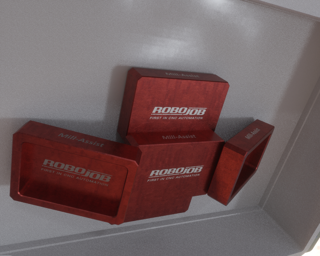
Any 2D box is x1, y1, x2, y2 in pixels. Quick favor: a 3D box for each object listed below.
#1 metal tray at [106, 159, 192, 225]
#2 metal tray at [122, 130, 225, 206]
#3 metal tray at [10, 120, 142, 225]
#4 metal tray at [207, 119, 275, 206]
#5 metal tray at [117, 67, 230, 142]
[{"bbox_3d":[-0.011,0.088,0.450,0.131,0.030,0.089,-1,119,-29],"label":"metal tray"},{"bbox_3d":[0.015,0.050,0.403,0.131,0.030,0.089,-2,119,-28],"label":"metal tray"},{"bbox_3d":[-0.094,0.051,0.344,0.131,0.030,0.089,14,115,-3],"label":"metal tray"},{"bbox_3d":[0.122,0.047,0.458,0.131,0.030,0.089,-25,135,-51],"label":"metal tray"},{"bbox_3d":[0.018,-0.025,0.396,0.131,0.030,0.089,-1,119,-29],"label":"metal tray"}]
